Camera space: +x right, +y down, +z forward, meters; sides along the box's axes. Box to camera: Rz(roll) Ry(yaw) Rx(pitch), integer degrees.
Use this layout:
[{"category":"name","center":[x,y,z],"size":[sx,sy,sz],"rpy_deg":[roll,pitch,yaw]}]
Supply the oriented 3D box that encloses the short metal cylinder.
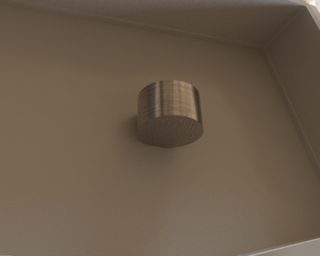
[{"category":"short metal cylinder","center":[0.012,-0.015,0.388],"size":[0.081,0.080,0.050],"rpy_deg":[12,57,-22]}]
